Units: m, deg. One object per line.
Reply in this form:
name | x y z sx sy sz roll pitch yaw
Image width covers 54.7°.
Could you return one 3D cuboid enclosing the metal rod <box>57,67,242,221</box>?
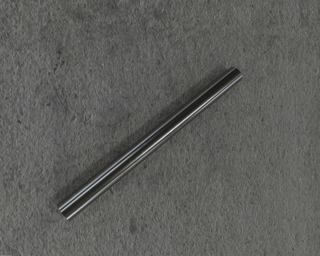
metal rod | -0.002 0.011 0.411 0.301 0.025 0.025 -39 103 -16
